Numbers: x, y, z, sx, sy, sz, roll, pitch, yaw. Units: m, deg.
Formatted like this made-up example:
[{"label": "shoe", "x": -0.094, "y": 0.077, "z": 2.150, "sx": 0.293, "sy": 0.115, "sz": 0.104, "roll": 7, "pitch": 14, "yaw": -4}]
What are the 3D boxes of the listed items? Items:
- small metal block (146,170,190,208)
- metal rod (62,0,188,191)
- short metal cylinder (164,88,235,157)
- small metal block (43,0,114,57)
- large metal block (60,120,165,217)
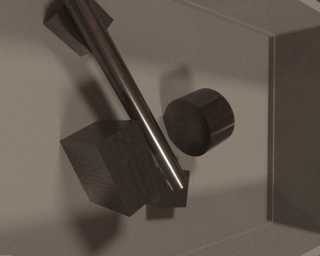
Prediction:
[{"label": "small metal block", "x": 0.012, "y": 0.080, "z": 0.419, "sx": 0.050, "sy": 0.025, "sz": 0.050, "roll": 11, "pitch": 83, "yaw": -40}, {"label": "metal rod", "x": -0.041, "y": -0.051, "z": 0.340, "sx": 0.025, "sy": 0.025, "sz": 0.299, "roll": -43, "pitch": 116, "yaw": -32}, {"label": "short metal cylinder", "x": 0.052, "y": -0.008, "z": 0.417, "sx": 0.050, "sy": 0.080, "sz": 0.080, "roll": -27, "pitch": 107, "yaw": -37}, {"label": "small metal block", "x": -0.087, "y": -0.115, "z": 0.335, "sx": 0.050, "sy": 0.025, "sz": 0.050, "roll": 41, "pitch": 65, "yaw": -33}, {"label": "large metal block", "x": -0.051, "y": 0.038, "z": 0.329, "sx": 0.050, "sy": 0.080, "sz": 0.080, "roll": -34, "pitch": 111, "yaw": -35}]
